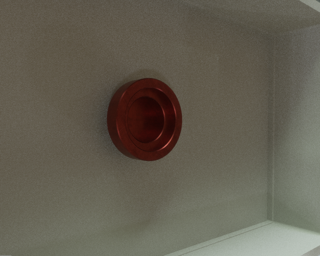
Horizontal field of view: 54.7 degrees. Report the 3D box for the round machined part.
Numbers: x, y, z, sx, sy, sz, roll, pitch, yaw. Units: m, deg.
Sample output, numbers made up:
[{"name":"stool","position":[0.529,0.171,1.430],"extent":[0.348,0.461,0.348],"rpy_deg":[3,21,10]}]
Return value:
[{"name":"round machined part","position":[-0.022,-0.010,0.379],"extent":[0.099,0.042,0.097],"rpy_deg":[0,90,-40]}]
